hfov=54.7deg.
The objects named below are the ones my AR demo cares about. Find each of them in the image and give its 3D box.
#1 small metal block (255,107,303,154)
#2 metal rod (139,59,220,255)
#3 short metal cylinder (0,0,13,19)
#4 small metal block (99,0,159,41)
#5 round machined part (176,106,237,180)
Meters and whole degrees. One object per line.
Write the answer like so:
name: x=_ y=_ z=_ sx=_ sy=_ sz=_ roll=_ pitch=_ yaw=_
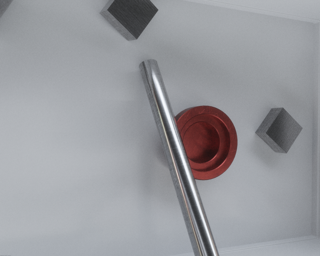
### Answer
small metal block: x=0.185 y=0.004 z=0.481 sx=0.050 sy=0.025 sz=0.050 roll=41 pitch=77 yaw=-16
metal rod: x=0.025 y=0.051 z=0.357 sx=0.025 sy=0.025 sz=0.299 roll=-9 pitch=69 yaw=-20
short metal cylinder: x=-0.193 y=-0.144 z=0.310 sx=0.080 sy=0.080 sz=0.050 roll=31 pitch=80 yaw=-18
small metal block: x=-0.039 y=-0.147 z=0.391 sx=0.050 sy=0.025 sz=0.050 roll=40 pitch=77 yaw=-31
round machined part: x=0.052 y=0.019 z=0.422 sx=0.099 sy=0.042 sz=0.097 roll=0 pitch=90 yaw=-21
